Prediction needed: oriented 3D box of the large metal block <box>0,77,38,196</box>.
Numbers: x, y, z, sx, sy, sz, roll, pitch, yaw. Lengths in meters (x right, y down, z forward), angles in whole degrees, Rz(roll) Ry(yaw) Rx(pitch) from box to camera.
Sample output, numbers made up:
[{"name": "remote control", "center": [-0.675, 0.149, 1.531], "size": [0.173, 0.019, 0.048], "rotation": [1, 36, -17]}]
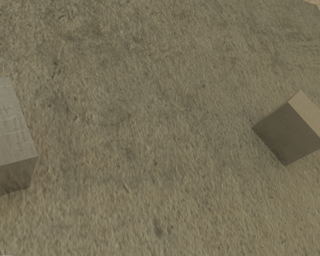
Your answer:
[{"name": "large metal block", "center": [-0.153, 0.013, 0.279], "size": [0.050, 0.080, 0.080], "rotation": [-15, 70, -34]}]

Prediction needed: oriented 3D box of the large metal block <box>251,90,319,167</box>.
[{"name": "large metal block", "center": [0.207, 0.001, 0.482], "size": [0.050, 0.080, 0.080], "rotation": [-33, 81, -38]}]
